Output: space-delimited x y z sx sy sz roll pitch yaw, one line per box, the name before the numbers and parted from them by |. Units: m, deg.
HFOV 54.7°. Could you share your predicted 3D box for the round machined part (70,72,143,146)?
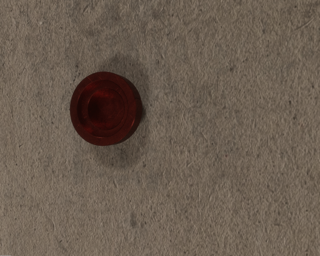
round machined part | -0.069 -0.025 0.423 0.098 0.042 0.097 0 90 19
